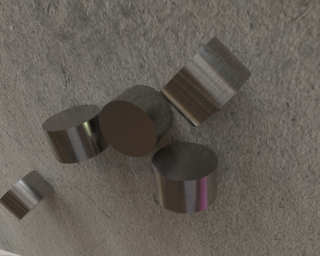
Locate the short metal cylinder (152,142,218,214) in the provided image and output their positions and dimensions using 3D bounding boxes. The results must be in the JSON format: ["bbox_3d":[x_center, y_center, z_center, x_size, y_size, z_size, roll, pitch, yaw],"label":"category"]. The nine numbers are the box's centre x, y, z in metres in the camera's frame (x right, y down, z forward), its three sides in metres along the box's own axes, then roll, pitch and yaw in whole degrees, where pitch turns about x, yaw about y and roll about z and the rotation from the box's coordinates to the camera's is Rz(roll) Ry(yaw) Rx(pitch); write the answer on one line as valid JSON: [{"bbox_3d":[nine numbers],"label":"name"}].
[{"bbox_3d":[0.032,0.060,0.391,0.080,0.080,0.050,9,122,23],"label":"short metal cylinder"}]

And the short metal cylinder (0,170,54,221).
[{"bbox_3d":[-0.246,0.124,0.575,0.050,0.080,0.080,46,129,-4],"label":"short metal cylinder"}]

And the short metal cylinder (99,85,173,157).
[{"bbox_3d":[-0.030,-0.009,0.399,0.080,0.050,0.079,13,124,20],"label":"short metal cylinder"}]

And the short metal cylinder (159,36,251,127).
[{"bbox_3d":[0.045,-0.047,0.318,0.050,0.080,0.080,45,129,-3],"label":"short metal cylinder"}]

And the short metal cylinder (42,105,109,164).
[{"bbox_3d":[-0.116,0.007,0.435,0.080,0.080,0.050,1,119,27],"label":"short metal cylinder"}]
